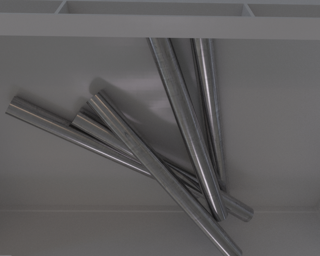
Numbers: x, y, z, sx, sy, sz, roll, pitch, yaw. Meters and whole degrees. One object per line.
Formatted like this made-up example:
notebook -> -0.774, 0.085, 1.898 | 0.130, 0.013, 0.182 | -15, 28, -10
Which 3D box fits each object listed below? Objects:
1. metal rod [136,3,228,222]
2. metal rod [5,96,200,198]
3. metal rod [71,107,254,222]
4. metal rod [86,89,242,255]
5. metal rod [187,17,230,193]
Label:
metal rod -> 0.037, 0.003, 0.378 | 0.025, 0.025, 0.299 | -15, 119, 12
metal rod -> -0.061, 0.036, 0.438 | 0.301, 0.025, 0.025 | 28, 125, -22
metal rod -> 0.015, 0.060, 0.439 | 0.301, 0.025, 0.025 | 32, 123, -17
metal rod -> 0.014, 0.072, 0.411 | 0.025, 0.025, 0.300 | -34, 105, 25
metal rod -> 0.071, 0.002, 0.411 | 0.025, 0.025, 0.299 | -9, 130, 8
